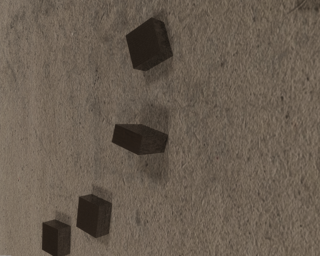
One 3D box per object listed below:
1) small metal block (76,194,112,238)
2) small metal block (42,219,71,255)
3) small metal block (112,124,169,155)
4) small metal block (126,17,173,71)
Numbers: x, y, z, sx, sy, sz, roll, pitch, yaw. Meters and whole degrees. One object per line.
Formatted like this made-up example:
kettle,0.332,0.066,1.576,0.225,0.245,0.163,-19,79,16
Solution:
small metal block,-0.104,0.137,0.488,0.050,0.025,0.050,11,97,39
small metal block,-0.186,0.197,0.555,0.050,0.025,0.050,4,92,39
small metal block,-0.026,0.014,0.408,0.050,0.050,0.025,21,104,37
small metal block,-0.015,-0.111,0.416,0.050,0.025,0.050,-22,76,37
